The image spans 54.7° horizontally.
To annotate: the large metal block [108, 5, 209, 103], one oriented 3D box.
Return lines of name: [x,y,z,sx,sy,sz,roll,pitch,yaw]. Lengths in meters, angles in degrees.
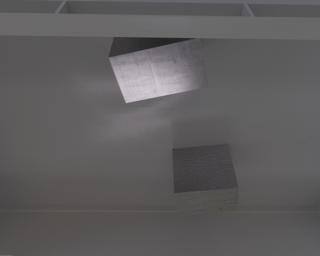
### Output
large metal block: [0.000,-0.075,0.309,0.080,0.080,0.050,-10,129,8]

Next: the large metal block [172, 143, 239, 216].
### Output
large metal block: [0.061,0.071,0.434,0.080,0.080,0.050,-6,130,5]
